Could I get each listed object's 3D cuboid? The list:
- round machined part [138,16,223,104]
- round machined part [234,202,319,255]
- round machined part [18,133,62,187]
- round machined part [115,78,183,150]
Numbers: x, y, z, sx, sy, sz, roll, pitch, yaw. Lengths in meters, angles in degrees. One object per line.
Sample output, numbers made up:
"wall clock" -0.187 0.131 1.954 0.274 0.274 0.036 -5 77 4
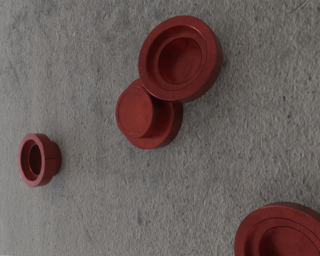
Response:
"round machined part" 0.027 -0.076 0.364 0.098 0.042 0.097 -4 81 29
"round machined part" 0.124 0.118 0.291 0.098 0.042 0.097 0 90 40
"round machined part" -0.220 0.058 0.576 0.098 0.042 0.097 0 90 40
"round machined part" -0.021 -0.020 0.412 0.098 0.042 0.097 0 90 40
